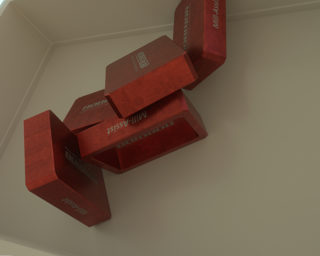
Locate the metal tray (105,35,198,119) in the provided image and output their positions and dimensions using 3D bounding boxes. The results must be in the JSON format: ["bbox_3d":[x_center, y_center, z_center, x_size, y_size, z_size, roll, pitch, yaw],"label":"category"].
[{"bbox_3d":[-0.017,-0.066,0.360,0.090,0.030,0.130,-27,25,3],"label":"metal tray"}]

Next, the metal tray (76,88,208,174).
[{"bbox_3d":[-0.018,0.009,0.363,0.130,0.090,0.030,-24,63,13],"label":"metal tray"}]

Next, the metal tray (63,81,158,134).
[{"bbox_3d":[-0.069,-0.024,0.432,0.130,0.030,0.090,-15,34,19],"label":"metal tray"}]

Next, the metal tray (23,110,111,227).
[{"bbox_3d":[-0.103,0.051,0.357,0.030,0.130,0.090,-23,53,3],"label":"metal tray"}]

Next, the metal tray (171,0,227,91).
[{"bbox_3d":[0.049,-0.126,0.407,0.090,0.030,0.130,143,134,-61],"label":"metal tray"}]
